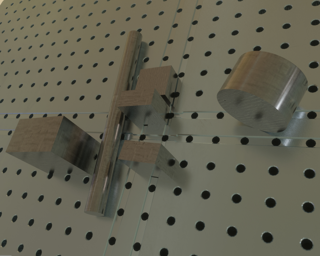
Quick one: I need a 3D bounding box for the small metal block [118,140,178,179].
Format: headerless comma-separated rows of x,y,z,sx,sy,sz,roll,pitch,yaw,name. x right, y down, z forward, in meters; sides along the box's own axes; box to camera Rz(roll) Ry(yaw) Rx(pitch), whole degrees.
-0.014,0.039,0.374,0.050,0.050,0.025,4,64,29,small metal block

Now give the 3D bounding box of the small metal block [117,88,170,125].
-0.021,-0.028,0.419,0.050,0.050,0.025,-2,61,27,small metal block

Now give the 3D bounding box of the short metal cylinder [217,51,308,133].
0.110,-0.038,0.338,0.080,0.080,0.050,23,74,36,short metal cylinder

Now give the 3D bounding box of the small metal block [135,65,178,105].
-0.006,-0.060,0.447,0.050,0.025,0.050,-2,61,27,small metal block

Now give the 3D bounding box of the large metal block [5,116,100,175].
-0.146,0.027,0.431,0.080,0.080,0.050,-3,61,26,large metal block

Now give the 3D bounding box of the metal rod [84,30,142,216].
-0.062,-0.025,0.453,0.025,0.025,0.299,-6,59,25,metal rod
